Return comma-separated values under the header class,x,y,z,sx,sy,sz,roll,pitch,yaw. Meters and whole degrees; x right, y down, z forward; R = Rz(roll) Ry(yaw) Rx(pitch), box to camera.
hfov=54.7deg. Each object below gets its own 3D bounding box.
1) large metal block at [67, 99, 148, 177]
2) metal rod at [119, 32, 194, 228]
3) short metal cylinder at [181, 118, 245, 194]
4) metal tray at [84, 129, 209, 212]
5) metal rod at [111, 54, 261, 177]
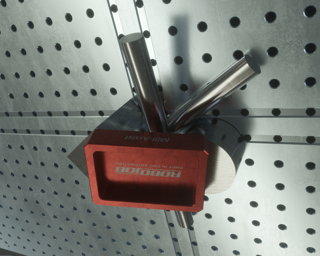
class,x,y,z,sx,sy,sz,roll,pitch,yaw
large metal block,-0.065,0.018,0.418,0.050,0.080,0.080,47,129,-5
metal rod,0.006,0.027,0.394,0.025,0.025,0.298,4,130,26
short metal cylinder,0.059,0.034,0.383,0.080,0.050,0.079,13,124,20
metal tray,-0.014,0.050,0.353,0.131,0.030,0.089,3,122,5
metal rod,0.004,0.006,0.412,0.025,0.025,0.299,47,129,-6
